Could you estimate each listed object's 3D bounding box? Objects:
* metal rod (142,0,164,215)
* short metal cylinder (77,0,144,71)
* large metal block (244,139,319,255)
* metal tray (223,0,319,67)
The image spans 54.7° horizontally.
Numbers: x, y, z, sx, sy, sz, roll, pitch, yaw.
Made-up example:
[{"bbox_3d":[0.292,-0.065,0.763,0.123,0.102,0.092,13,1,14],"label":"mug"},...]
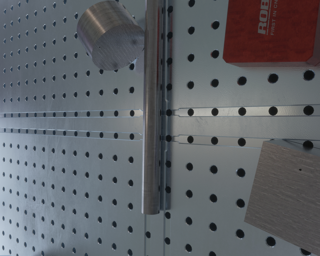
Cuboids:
[{"bbox_3d":[-0.010,-0.035,0.417,0.025,0.025,0.298,2,91,40],"label":"metal rod"},{"bbox_3d":[-0.067,-0.126,0.429,0.080,0.081,0.050,-48,62,29],"label":"short metal cylinder"},{"bbox_3d":[0.133,0.060,0.283,0.080,0.050,0.079,18,101,38],"label":"large metal block"},{"bbox_3d":[0.116,-0.129,0.310,0.090,0.030,0.129,9,96,39],"label":"metal tray"}]
